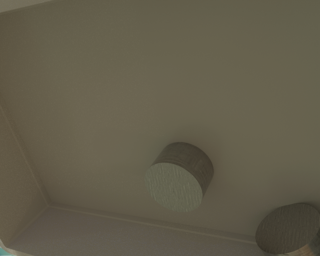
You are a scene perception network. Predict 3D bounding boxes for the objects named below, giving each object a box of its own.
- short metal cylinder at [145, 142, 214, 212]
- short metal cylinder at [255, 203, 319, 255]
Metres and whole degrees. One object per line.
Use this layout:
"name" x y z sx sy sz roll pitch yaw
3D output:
"short metal cylinder" 0.026 0.066 0.418 0.080 0.050 0.079 13 124 20
"short metal cylinder" 0.164 0.137 0.371 0.080 0.080 0.050 -27 104 37
